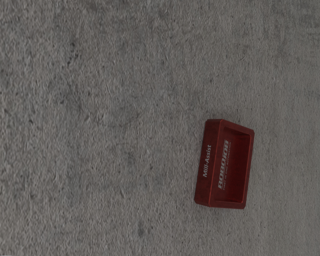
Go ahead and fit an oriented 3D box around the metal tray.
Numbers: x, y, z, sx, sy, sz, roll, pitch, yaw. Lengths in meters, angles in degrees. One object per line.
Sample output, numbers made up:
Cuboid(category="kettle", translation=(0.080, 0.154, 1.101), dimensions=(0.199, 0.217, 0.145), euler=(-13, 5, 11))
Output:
Cuboid(category="metal tray", translation=(0.104, 0.058, 0.486), dimensions=(0.091, 0.030, 0.129), euler=(16, 80, -39))
